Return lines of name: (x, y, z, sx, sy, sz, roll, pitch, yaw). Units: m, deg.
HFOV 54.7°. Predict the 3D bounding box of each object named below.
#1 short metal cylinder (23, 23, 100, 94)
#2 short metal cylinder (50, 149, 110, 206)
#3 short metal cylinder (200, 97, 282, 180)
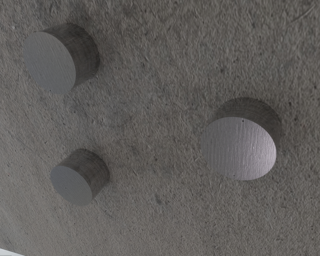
short metal cylinder: (-0.127, -0.090, 0.402, 0.080, 0.050, 0.079, 13, 124, 21)
short metal cylinder: (-0.131, 0.081, 0.510, 0.080, 0.050, 0.079, 13, 124, 21)
short metal cylinder: (0.092, 0.012, 0.349, 0.080, 0.050, 0.079, 13, 124, 21)
